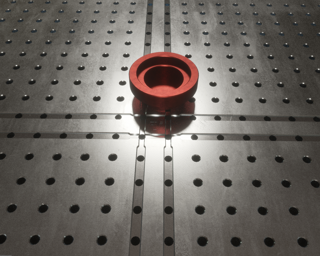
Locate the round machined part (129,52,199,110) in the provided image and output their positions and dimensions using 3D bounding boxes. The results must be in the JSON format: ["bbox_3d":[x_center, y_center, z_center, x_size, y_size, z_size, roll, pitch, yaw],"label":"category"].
[{"bbox_3d":[0.006,-0.064,0.451,0.099,0.042,0.098,0,50,0],"label":"round machined part"}]
